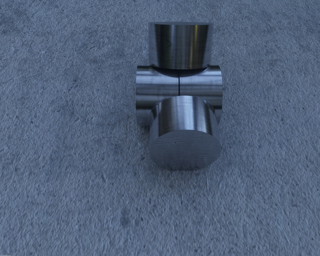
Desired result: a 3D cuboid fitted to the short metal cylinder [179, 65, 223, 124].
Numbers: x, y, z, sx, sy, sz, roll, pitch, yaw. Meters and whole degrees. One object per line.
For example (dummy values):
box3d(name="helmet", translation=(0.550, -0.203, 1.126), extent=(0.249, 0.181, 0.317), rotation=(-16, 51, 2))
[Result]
box3d(name="short metal cylinder", translation=(0.049, -0.042, 0.404), extent=(0.050, 0.080, 0.080), rotation=(0, 50, 0))

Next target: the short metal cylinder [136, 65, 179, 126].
box3d(name="short metal cylinder", translation=(-0.003, -0.042, 0.405), extent=(0.050, 0.080, 0.080), rotation=(1, 50, 0))

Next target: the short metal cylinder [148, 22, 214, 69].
box3d(name="short metal cylinder", translation=(0.026, -0.107, 0.393), extent=(0.081, 0.050, 0.080), rotation=(1, 22, 0))

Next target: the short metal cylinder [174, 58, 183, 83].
box3d(name="short metal cylinder", translation=(0.031, -0.093, 0.468), extent=(0.081, 0.050, 0.080), rotation=(0, 50, 0))

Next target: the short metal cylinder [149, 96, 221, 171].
box3d(name="short metal cylinder", translation=(0.028, 0.008, 0.363), extent=(0.081, 0.080, 0.050), rotation=(0, 50, 0))
